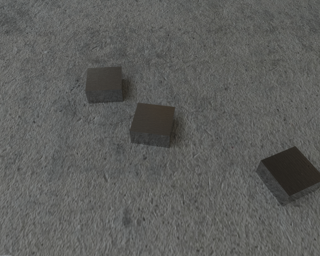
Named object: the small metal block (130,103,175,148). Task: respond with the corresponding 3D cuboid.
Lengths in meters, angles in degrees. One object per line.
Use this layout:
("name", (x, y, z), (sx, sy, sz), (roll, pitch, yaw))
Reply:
("small metal block", (-0.009, -0.004, 0.406), (0.050, 0.025, 0.050), (7, 50, 6))

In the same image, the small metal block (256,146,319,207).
("small metal block", (0.149, 0.055, 0.358), (0.050, 0.025, 0.050), (-19, 53, -16))

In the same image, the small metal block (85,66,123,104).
("small metal block", (-0.081, -0.064, 0.456), (0.050, 0.025, 0.050), (-3, 50, -3))
